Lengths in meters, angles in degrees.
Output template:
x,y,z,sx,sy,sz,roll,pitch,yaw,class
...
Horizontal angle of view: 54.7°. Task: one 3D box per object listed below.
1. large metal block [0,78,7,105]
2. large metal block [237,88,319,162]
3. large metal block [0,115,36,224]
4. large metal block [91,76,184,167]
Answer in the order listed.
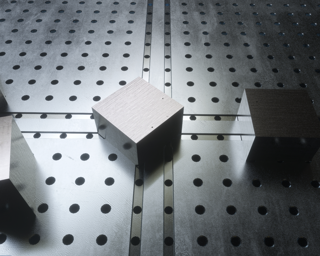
x,y,z,sx,sy,sz,roll,pitch,yaw,class
-0.277,-0.065,0.443,0.081,0.050,0.080,-22,54,-18,large metal block
0.150,-0.004,0.397,0.081,0.050,0.080,1,50,0,large metal block
-0.171,0.046,0.331,0.050,0.080,0.080,-12,51,-10,large metal block
-0.027,-0.010,0.400,0.080,0.050,0.080,37,59,26,large metal block
